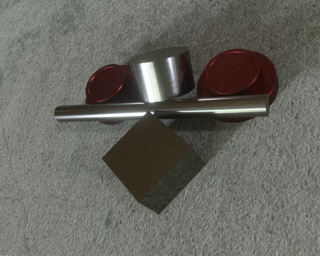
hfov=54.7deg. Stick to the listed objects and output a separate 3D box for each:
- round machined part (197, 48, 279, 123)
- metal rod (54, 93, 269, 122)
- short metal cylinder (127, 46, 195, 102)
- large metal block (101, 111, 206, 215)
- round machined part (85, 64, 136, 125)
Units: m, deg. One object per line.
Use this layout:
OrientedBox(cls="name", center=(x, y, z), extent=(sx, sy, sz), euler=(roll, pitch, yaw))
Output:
OrientedBox(cls="round machined part", center=(0.092, -0.058, 0.382), extent=(0.098, 0.042, 0.098), euler=(-13, 56, 21))
OrientedBox(cls="metal rod", center=(-0.018, -0.023, 0.401), extent=(0.300, 0.025, 0.025), euler=(-1, 61, 27))
OrientedBox(cls="short metal cylinder", center=(0.003, -0.072, 0.408), extent=(0.080, 0.050, 0.080), euler=(-11, 23, 5))
OrientedBox(cls="large metal block", center=(-0.008, 0.039, 0.366), extent=(0.080, 0.050, 0.080), euler=(-46, 51, -4))
OrientedBox(cls="round machined part", center=(-0.072, -0.057, 0.466), extent=(0.098, 0.042, 0.098), euler=(-13, 56, 21))
